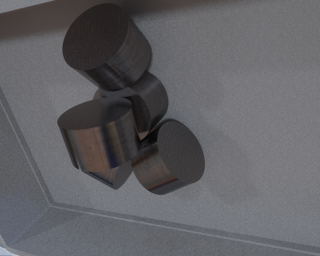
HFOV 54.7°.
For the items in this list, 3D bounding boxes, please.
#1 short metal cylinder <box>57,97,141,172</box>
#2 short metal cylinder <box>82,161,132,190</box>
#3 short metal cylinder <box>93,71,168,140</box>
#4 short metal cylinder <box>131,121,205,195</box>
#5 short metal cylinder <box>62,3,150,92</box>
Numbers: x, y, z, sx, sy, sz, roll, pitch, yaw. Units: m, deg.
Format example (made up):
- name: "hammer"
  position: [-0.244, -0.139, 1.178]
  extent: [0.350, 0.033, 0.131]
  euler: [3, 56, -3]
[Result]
- name: "short metal cylinder"
  position: [-0.065, 0.004, 0.343]
  extent: [0.080, 0.080, 0.050]
  euler: [3, 120, 26]
- name: "short metal cylinder"
  position: [-0.064, 0.038, 0.428]
  extent: [0.050, 0.080, 0.079]
  euler: [26, 128, 12]
- name: "short metal cylinder"
  position: [-0.036, -0.029, 0.391]
  extent: [0.080, 0.050, 0.079]
  euler: [13, 124, 21]
- name: "short metal cylinder"
  position: [0.011, 0.038, 0.389]
  extent: [0.050, 0.080, 0.080]
  euler: [-32, 101, 39]
- name: "short metal cylinder"
  position: [-0.058, -0.087, 0.340]
  extent: [0.080, 0.080, 0.050]
  euler: [4, 163, 26]
